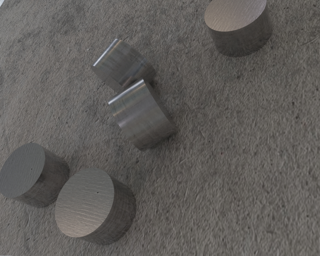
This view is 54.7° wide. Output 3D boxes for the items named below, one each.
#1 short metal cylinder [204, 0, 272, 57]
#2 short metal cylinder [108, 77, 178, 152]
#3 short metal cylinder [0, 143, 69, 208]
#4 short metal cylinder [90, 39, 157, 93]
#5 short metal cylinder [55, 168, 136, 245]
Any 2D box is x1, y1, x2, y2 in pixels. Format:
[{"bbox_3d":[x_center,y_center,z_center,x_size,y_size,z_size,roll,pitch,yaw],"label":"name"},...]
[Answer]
[{"bbox_3d":[0.106,-0.144,0.420,0.080,0.050,0.080,-13,56,21],"label":"short metal cylinder"},{"bbox_3d":[-0.020,-0.017,0.390,0.050,0.080,0.080,-33,52,7],"label":"short metal cylinder"},{"bbox_3d":[-0.178,0.067,0.440,0.080,0.050,0.080,-13,56,21],"label":"short metal cylinder"},{"bbox_3d":[-0.052,-0.081,0.446,0.080,0.080,0.050,32,80,38],"label":"short metal cylinder"},{"bbox_3d":[-0.076,0.094,0.370,0.080,0.050,0.080,-13,56,21],"label":"short metal cylinder"}]
